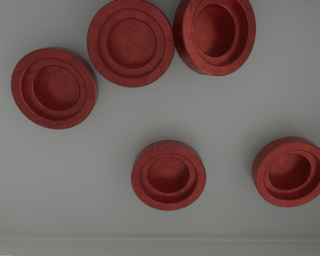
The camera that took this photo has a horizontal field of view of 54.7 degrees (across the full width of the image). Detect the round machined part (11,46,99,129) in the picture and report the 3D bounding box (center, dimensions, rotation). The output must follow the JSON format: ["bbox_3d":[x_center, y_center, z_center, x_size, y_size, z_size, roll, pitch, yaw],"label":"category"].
[{"bbox_3d":[-0.125,-0.051,0.382,0.099,0.042,0.097,0,110,-1],"label":"round machined part"}]

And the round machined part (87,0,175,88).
[{"bbox_3d":[-0.032,-0.100,0.365,0.099,0.042,0.097,0,110,0],"label":"round machined part"}]

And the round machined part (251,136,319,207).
[{"bbox_3d":[0.175,0.056,0.426,0.099,0.042,0.097,0,110,-1],"label":"round machined part"}]

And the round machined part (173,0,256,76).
[{"bbox_3d":[0.057,-0.108,0.349,0.099,0.042,0.097,-6,103,-27],"label":"round machined part"}]

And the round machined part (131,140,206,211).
[{"bbox_3d":[0.011,0.060,0.425,0.099,0.042,0.097,0,110,-1],"label":"round machined part"}]
